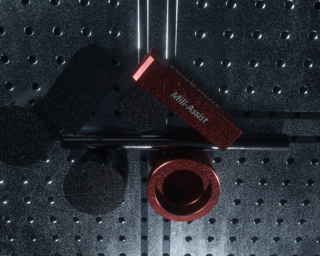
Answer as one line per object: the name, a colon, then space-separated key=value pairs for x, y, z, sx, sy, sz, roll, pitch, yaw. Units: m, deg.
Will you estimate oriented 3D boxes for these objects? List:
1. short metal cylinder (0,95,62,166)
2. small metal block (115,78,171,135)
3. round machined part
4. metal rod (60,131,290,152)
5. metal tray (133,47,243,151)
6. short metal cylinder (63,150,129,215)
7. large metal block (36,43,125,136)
short metal cylinder: x=-0.174 y=0.002 z=0.399 sx=0.081 sy=0.050 sz=0.079 roll=0 pitch=110 yaw=0
small metal block: x=-0.021 y=-0.028 z=0.403 sx=0.050 sy=0.025 sz=0.050 roll=-37 pitch=106 yaw=12
round machined part: x=0.031 y=0.078 z=0.433 sx=0.099 sy=0.042 sz=0.097 roll=0 pitch=110 yaw=0
metal rod: x=0.020 y=0.018 z=0.420 sx=0.302 sy=0.025 sz=0.025 roll=1 pitch=110 yaw=-1
metal tray: x=0.031 y=-0.037 z=0.365 sx=0.130 sy=0.090 sz=0.030 roll=38 pitch=106 yaw=-13
short metal cylinder: x=-0.085 y=0.071 z=0.425 sx=0.081 sy=0.050 sz=0.079 roll=0 pitch=110 yaw=0
large metal block: x=-0.089 y=-0.048 z=0.366 sx=0.050 sy=0.080 sz=0.080 roll=37 pitch=106 yaw=-13
